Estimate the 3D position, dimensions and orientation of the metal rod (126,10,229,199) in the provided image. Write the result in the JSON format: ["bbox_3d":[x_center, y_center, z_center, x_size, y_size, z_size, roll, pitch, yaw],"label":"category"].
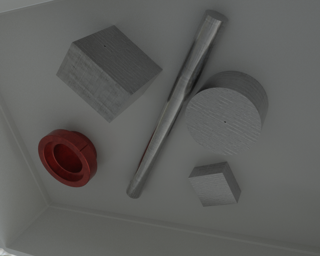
[{"bbox_3d":[0.008,-0.005,0.400,0.025,0.025,0.298,31,128,8],"label":"metal rod"}]

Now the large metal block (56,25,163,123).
[{"bbox_3d":[-0.056,-0.065,0.361,0.080,0.080,0.050,42,129,-2],"label":"large metal block"}]

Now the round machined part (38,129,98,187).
[{"bbox_3d":[-0.142,0.044,0.497,0.098,0.042,0.097,13,124,20],"label":"round machined part"}]

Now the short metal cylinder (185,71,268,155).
[{"bbox_3d":[0.074,-0.017,0.342,0.080,0.050,0.079,13,124,20],"label":"short metal cylinder"}]

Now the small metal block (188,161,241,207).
[{"bbox_3d":[0.074,0.076,0.416,0.050,0.025,0.050,-16,111,34],"label":"small metal block"}]
